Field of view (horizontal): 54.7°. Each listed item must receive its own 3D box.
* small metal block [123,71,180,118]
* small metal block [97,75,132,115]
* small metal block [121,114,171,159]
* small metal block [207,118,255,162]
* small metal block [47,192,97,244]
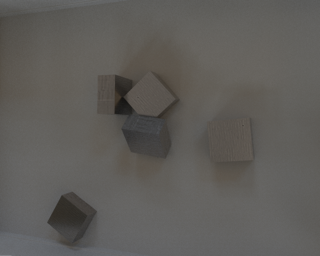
[{"bbox_3d":[-0.011,-0.039,0.412,0.050,0.025,0.050,-43,82,14],"label":"small metal block"},{"bbox_3d":[-0.060,-0.043,0.418,0.025,0.050,0.050,1,91,20],"label":"small metal block"},{"bbox_3d":[-0.016,0.011,0.401,0.050,0.050,0.025,9,52,20],"label":"small metal block"},{"bbox_3d":[0.087,0.015,0.380,0.050,0.025,0.050,-5,88,20],"label":"small metal block"},{"bbox_3d":[-0.130,0.131,0.456,0.050,0.025,0.050,33,101,17],"label":"small metal block"}]
